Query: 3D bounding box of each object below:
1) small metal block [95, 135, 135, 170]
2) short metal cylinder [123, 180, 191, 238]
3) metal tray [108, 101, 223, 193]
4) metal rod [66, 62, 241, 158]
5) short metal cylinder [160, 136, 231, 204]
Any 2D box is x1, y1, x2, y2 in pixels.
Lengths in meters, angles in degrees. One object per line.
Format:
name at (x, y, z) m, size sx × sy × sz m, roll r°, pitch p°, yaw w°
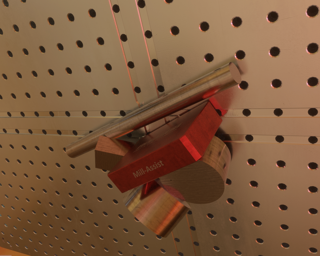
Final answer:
small metal block at (-0.066, 0.040, 0.449) m, size 0.050 × 0.025 × 0.050 m, roll 12°, pitch 142°, yaw -1°
short metal cylinder at (-0.004, 0.104, 0.428) m, size 0.080 × 0.080 × 0.050 m, roll 40°, pitch 88°, yaw 0°
metal tray at (0.005, 0.024, 0.377) m, size 0.130 × 0.090 × 0.030 m, roll -30°, pitch 102°, yaw 37°
metal rod at (-0.031, -0.011, 0.416) m, size 0.299 × 0.025 × 0.025 m, roll -23°, pitch 106°, yaw 36°
short metal cylinder at (0.045, 0.050, 0.391) m, size 0.080 × 0.050 × 0.079 m, roll 12°, pitch 131°, yaw 14°
